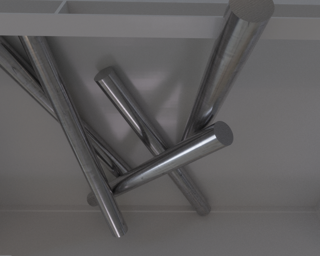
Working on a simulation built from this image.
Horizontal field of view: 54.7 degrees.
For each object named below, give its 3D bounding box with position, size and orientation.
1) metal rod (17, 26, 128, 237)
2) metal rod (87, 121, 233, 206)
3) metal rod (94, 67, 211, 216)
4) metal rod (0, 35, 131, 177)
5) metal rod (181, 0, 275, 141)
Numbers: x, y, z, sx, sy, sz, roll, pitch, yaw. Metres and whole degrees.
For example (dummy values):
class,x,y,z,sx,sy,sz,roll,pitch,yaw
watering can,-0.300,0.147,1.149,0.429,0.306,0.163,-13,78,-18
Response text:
class,x,y,z,sx,sy,sz,roll,pitch,yaw
metal rod,-0.098,0.025,0.390,0.025,0.025,0.298,-12,118,10
metal rod,-0.024,0.061,0.399,0.025,0.025,0.299,29,143,-23
metal rod,0.005,0.038,0.441,0.025,0.025,0.300,-22,127,17
metal rod,-0.121,-0.016,0.394,0.025,0.025,0.300,-25,126,19
metal rod,0.042,-0.013,0.308,0.025,0.025,0.299,2,159,-2
